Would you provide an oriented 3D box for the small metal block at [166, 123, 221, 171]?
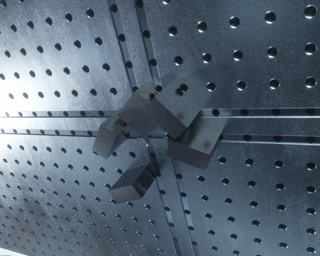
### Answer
[{"bbox_3d":[0.042,0.020,0.384,0.050,0.050,0.025,20,126,16],"label":"small metal block"}]

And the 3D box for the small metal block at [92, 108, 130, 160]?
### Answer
[{"bbox_3d":[-0.065,0.008,0.432,0.025,0.050,0.050,33,129,6],"label":"small metal block"}]

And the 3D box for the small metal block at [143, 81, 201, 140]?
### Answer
[{"bbox_3d":[0.016,-0.022,0.372,0.050,0.050,0.025,43,129,-2],"label":"small metal block"}]

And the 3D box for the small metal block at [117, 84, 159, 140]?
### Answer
[{"bbox_3d":[-0.020,-0.021,0.408,0.050,0.025,0.050,42,129,-1],"label":"small metal block"}]

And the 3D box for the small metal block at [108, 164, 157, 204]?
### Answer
[{"bbox_3d":[-0.041,0.085,0.467,0.050,0.050,0.025,-21,107,35],"label":"small metal block"}]
